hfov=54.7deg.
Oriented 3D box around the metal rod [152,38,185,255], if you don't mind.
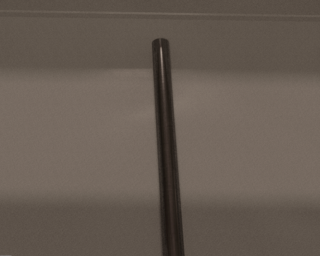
[{"bbox_3d":[0.008,0.016,0.403,0.025,0.025,0.299,-3,70,-1],"label":"metal rod"}]
